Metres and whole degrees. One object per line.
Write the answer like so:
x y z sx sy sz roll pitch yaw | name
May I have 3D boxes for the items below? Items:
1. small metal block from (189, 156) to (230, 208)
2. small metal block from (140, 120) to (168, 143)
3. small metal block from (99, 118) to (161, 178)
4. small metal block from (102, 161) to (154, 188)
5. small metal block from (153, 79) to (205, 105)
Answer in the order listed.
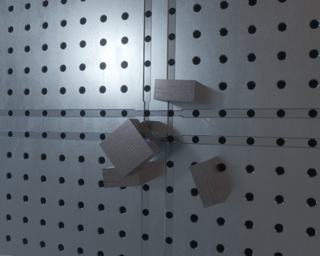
0.062 0.064 0.378 0.025 0.050 0.050 -22 83 19 | small metal block
-0.024 0.014 0.408 0.050 0.050 0.025 -33 79 17 | small metal block
-0.036 0.024 0.373 0.050 0.025 0.050 -40 77 15 | small metal block
-0.041 0.062 0.414 0.050 0.050 0.025 -8 88 20 | small metal block
0.025 -0.045 0.391 0.050 0.050 0.025 5 92 20 | small metal block
